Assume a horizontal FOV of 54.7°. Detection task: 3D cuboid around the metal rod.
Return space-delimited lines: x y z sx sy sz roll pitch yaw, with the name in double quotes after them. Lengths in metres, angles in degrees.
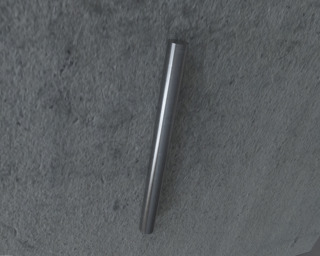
0.000 0.030 0.427 0.025 0.025 0.298 -6 121 -26 "metal rod"
